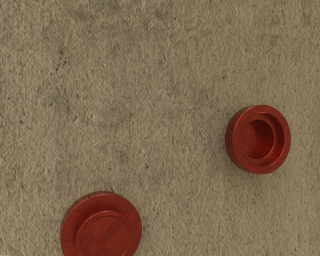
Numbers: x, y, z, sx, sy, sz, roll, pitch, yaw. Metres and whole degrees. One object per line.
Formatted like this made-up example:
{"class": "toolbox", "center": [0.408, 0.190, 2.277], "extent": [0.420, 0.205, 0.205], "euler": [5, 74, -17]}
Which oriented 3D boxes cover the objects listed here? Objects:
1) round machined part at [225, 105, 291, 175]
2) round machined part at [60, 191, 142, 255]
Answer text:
{"class": "round machined part", "center": [0.136, 0.016, 0.450], "extent": [0.099, 0.042, 0.097], "euler": [0, 90, -20]}
{"class": "round machined part", "center": [-0.069, 0.129, 0.375], "extent": [0.099, 0.042, 0.097], "euler": [0, 90, -20]}
